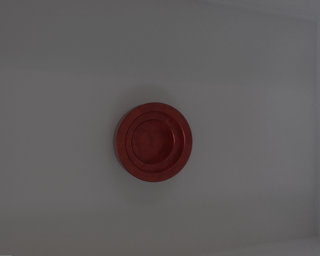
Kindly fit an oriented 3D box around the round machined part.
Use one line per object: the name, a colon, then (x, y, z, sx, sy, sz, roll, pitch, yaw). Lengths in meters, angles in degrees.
round machined part: (-0.012, 0.017, 0.397, 0.099, 0.042, 0.097, 0, 90, -20)
